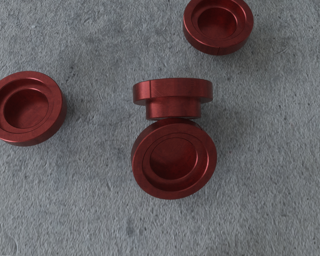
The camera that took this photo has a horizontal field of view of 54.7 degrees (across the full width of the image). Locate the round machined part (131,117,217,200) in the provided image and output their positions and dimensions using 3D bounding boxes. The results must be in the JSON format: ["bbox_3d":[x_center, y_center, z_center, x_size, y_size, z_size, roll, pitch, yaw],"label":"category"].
[{"bbox_3d":[0.014,0.033,0.369,0.099,0.042,0.097,-4,112,-10],"label":"round machined part"}]

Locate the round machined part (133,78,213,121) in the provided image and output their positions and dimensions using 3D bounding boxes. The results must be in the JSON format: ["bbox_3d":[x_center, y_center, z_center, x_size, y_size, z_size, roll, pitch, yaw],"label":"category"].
[{"bbox_3d":[0.016,-0.032,0.384,0.099,0.098,0.042,-2,88,-1],"label":"round machined part"}]

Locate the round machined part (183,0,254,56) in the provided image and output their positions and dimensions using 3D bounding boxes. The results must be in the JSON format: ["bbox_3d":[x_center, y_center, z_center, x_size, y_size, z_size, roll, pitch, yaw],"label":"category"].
[{"bbox_3d":[0.082,-0.147,0.453,0.099,0.042,0.098,0,70,0],"label":"round machined part"}]

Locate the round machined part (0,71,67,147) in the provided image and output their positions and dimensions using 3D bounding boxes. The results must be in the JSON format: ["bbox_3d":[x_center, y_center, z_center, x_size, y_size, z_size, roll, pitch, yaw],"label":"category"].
[{"bbox_3d":[-0.171,-0.022,0.406,0.099,0.042,0.098,0,70,0],"label":"round machined part"}]
